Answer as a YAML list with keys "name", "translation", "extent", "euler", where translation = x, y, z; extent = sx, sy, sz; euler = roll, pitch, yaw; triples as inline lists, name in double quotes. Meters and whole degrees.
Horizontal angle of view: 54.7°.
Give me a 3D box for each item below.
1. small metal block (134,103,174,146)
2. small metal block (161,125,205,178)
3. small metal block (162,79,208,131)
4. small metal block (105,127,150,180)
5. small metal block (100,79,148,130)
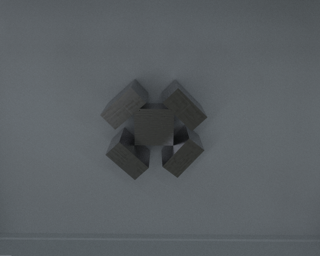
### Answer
- name: "small metal block"
  translation: [-0.007, -0.005, 0.407]
  extent: [0.050, 0.025, 0.050]
  euler: [1, 110, -1]
- name: "small metal block"
  translation: [0.028, 0.029, 0.406]
  extent: [0.025, 0.050, 0.050]
  euler: [38, 105, -14]
- name: "small metal block"
  translation: [0.029, -0.029, 0.385]
  extent: [0.025, 0.050, 0.050]
  euler: [-43, 106, 13]
- name: "small metal block"
  translation: [-0.040, 0.033, 0.408]
  extent: [0.025, 0.050, 0.050]
  euler: [-43, 105, 15]
- name: "small metal block"
  translation: [-0.043, -0.031, 0.384]
  extent: [0.050, 0.050, 0.025]
  euler: [-40, 105, 14]
